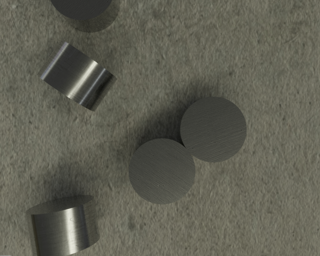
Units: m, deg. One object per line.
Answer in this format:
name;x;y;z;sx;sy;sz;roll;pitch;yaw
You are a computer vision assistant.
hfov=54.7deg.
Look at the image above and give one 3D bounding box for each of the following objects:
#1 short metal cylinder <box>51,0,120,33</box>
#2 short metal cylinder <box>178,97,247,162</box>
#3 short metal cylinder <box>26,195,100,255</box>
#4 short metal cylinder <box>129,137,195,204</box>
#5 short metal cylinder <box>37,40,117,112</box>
short metal cylinder;-0.095;-0.169;0.396;0.081;0.050;0.079;0;90;-1
short metal cylinder;0.064;0.002;0.398;0.081;0.050;0.079;0;90;-1
short metal cylinder;-0.118;0.118;0.381;0.081;0.080;0.050;-9;90;0
short metal cylinder;0.002;0.052;0.398;0.081;0.050;0.079;0;90;0
short metal cylinder;-0.100;-0.063;0.381;0.080;0.080;0.050;34;90;-1
